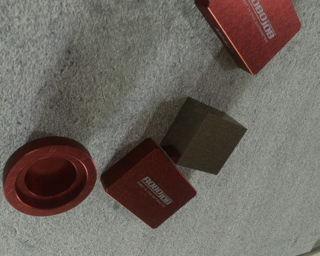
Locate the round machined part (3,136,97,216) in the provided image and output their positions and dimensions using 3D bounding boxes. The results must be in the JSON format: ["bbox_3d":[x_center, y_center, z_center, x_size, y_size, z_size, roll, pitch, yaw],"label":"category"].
[{"bbox_3d":[-0.127,0.051,0.359,0.099,0.042,0.097,-14,125,-21],"label":"round machined part"}]

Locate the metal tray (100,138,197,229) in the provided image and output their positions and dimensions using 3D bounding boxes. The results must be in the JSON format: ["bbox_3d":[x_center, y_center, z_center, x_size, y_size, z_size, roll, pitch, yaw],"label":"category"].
[{"bbox_3d":[-0.012,0.085,0.451,0.090,0.030,0.130,-40,130,-2],"label":"metal tray"}]

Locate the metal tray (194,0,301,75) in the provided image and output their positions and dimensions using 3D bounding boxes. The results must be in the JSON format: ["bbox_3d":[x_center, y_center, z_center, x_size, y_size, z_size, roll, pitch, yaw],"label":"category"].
[{"bbox_3d":[0.112,-0.139,0.381,0.090,0.030,0.130,-47,130,4],"label":"metal tray"}]

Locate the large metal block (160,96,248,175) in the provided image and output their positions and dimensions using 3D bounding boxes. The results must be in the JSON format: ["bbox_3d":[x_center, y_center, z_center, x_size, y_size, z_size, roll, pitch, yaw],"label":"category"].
[{"bbox_3d":[0.060,0.013,0.434,0.080,0.050,0.080,19,108,-36],"label":"large metal block"}]
